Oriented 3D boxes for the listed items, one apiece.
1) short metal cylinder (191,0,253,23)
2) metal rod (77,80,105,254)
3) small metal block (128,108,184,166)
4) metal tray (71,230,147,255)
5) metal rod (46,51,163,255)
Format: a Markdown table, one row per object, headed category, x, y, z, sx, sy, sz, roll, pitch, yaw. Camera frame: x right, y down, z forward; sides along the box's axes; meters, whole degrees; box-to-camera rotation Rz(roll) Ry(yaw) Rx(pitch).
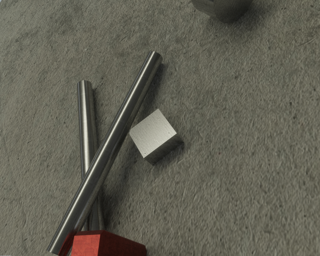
| category | x | y | z | sx | sy | sz | roll | pitch | yaw |
| --- | --- | --- | --- | --- | --- | --- | --- | --- | --- |
| short metal cylinder | 0.091 | -0.198 | 0.441 | 0.080 | 0.080 | 0.050 | -44 | 51 | -2 |
| metal rod | -0.096 | 0.049 | 0.422 | 0.025 | 0.025 | 0.299 | -23 | 53 | 14 |
| small metal block | -0.006 | 0.011 | 0.399 | 0.050 | 0.025 | 0.050 | -37 | 51 | 3 |
| metal tray | -0.049 | 0.169 | 0.283 | 0.030 | 0.090 | 0.130 | -11 | 57 | 22 |
| metal rod | -0.059 | 0.015 | 0.403 | 0.025 | 0.025 | 0.300 | 5 | 58 | 30 |
